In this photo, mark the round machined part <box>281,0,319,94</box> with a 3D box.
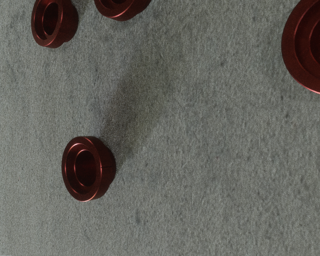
[{"bbox_3d":[0.160,-0.074,0.262,0.098,0.042,0.097,0,90,39],"label":"round machined part"}]

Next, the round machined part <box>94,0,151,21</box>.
[{"bbox_3d":[-0.045,-0.197,0.429,0.098,0.042,0.097,0,90,39],"label":"round machined part"}]

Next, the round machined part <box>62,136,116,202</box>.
[{"bbox_3d":[-0.106,0.061,0.479,0.098,0.042,0.097,0,90,39],"label":"round machined part"}]

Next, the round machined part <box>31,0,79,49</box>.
[{"bbox_3d":[-0.180,-0.187,0.539,0.098,0.042,0.097,0,90,39],"label":"round machined part"}]
